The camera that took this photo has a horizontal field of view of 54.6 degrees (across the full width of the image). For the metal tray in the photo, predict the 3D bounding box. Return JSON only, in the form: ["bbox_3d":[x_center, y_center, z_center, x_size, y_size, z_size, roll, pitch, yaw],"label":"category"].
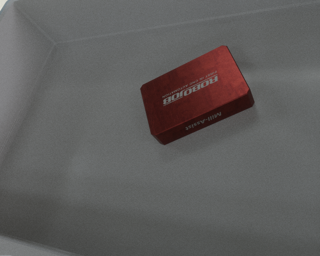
[{"bbox_3d":[0.044,-0.043,0.407,0.130,0.030,0.090,-24,53,13],"label":"metal tray"}]
